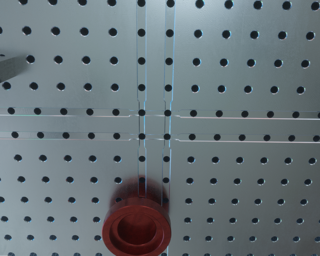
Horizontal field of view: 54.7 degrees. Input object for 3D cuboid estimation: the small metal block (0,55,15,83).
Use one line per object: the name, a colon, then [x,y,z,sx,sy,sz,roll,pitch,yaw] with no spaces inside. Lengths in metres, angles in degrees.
small metal block: [-0.210,-0.072,0.370,0.050,0.050,0.025,7,110,-3]

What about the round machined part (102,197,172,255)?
round machined part: [-0.033,0.143,0.457,0.099,0.042,0.097,0,110,-1]
